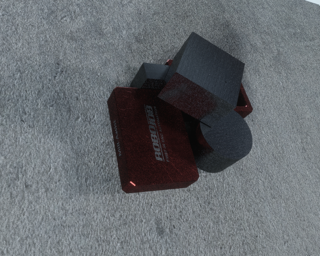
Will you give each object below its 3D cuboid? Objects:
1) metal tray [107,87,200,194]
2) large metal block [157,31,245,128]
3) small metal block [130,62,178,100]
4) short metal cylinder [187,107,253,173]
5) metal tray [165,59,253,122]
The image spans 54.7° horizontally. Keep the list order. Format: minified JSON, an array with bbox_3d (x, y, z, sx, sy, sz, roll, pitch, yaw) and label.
[{"bbox_3d":[-0.011,0.012,0.390,0.091,0.030,0.130,1,62,-28],"label":"metal tray"},{"bbox_3d":[0.053,-0.061,0.389,0.080,0.050,0.080,29,52,-10],"label":"large metal block"},{"bbox_3d":[-0.007,-0.061,0.423,0.050,0.050,0.025,1,62,-28],"label":"small metal block"},{"bbox_3d":[0.077,0.015,0.421,0.081,0.050,0.080,13,57,-20],"label":"short metal cylinder"},{"bbox_3d":[0.071,-0.056,0.474,0.131,0.030,0.090,-2,63,-29],"label":"metal tray"}]
